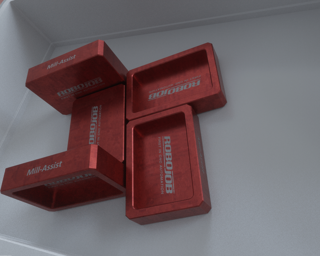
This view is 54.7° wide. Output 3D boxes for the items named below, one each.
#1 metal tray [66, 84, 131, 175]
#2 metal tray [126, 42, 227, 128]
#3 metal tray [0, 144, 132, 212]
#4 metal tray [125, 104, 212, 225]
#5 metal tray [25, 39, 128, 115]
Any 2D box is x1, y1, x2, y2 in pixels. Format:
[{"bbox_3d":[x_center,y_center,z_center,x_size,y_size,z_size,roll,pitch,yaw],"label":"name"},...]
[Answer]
[{"bbox_3d":[-0.083,0.007,0.436,0.090,0.030,0.130,-16,55,18],"label":"metal tray"},{"bbox_3d":[0.018,-0.056,0.424,0.130,0.030,0.090,-16,55,18],"label":"metal tray"},{"bbox_3d":[-0.109,0.065,0.376,0.130,0.090,0.030,-16,56,19],"label":"metal tray"},{"bbox_3d":[0.006,0.042,0.371,0.090,0.030,0.130,-16,55,18],"label":"metal tray"},{"bbox_3d":[-0.118,-0.070,0.462,0.130,0.090,0.030,-17,55,18],"label":"metal tray"}]
